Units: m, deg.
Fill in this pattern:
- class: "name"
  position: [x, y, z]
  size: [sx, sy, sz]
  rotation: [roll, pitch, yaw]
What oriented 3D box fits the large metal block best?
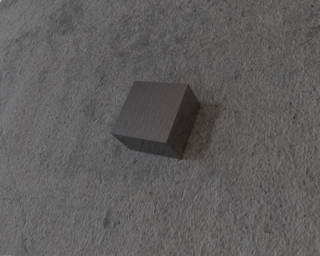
- class: "large metal block"
  position: [-0.003, -0.011, 0.397]
  size: [0.080, 0.050, 0.080]
  rotation: [8, 66, 31]
